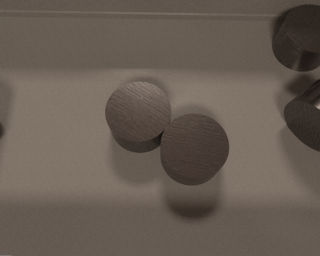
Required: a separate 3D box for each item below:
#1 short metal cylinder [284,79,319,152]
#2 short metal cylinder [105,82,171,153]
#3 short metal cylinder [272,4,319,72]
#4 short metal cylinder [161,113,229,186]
[{"bbox_3d":[0.206,-0.015,0.389,0.050,0.080,0.080,-37,75,-12],"label":"short metal cylinder"},{"bbox_3d":[-0.027,-0.013,0.401,0.081,0.050,0.080,0,70,0],"label":"short metal cylinder"},{"bbox_3d":[0.211,-0.129,0.446,0.081,0.050,0.080,0,70,0],"label":"short metal cylinder"},{"bbox_3d":[0.041,0.028,0.387,0.081,0.050,0.080,0,70,0],"label":"short metal cylinder"}]
